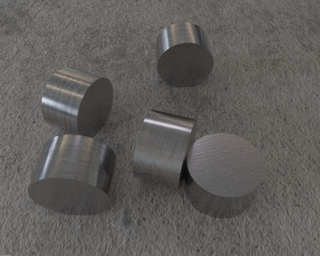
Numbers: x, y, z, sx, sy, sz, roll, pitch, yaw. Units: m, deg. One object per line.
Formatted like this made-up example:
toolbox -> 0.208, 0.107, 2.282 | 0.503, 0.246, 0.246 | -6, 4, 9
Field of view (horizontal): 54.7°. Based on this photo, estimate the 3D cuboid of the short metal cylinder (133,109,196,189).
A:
short metal cylinder -> 0.007, 0.023, 0.348 | 0.050, 0.080, 0.080 | 14, 51, 11

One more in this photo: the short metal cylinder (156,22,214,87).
short metal cylinder -> 0.035, -0.107, 0.457 | 0.081, 0.080, 0.050 | -3, 50, -2

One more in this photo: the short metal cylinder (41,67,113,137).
short metal cylinder -> -0.102, -0.032, 0.394 | 0.050, 0.080, 0.080 | 19, 53, 15

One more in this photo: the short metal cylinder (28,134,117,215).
short metal cylinder -> -0.088, 0.051, 0.324 | 0.080, 0.080, 0.050 | 2, 50, 2

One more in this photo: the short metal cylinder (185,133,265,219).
short metal cylinder -> 0.069, 0.052, 0.343 | 0.080, 0.050, 0.080 | 0, 50, 0
